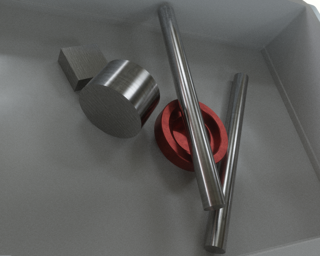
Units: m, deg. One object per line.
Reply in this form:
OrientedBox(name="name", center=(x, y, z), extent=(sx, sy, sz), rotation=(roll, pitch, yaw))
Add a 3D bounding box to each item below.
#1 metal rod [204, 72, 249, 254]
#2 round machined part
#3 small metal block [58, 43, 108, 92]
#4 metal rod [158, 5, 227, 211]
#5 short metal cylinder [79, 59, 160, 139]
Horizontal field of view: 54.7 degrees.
OrientedBox(name="metal rod", center=(0.102, 0.027, 0.446), extent=(0.025, 0.025, 0.300), rotation=(28, 52, -11))
OrientedBox(name="round machined part", center=(0.037, 0.013, 0.408), extent=(0.099, 0.042, 0.098), rotation=(14, 56, -21))
OrientedBox(name="small metal block", center=(-0.097, -0.080, 0.403), extent=(0.050, 0.025, 0.050), rotation=(-21, 73, -36))
OrientedBox(name="metal rod", center=(0.034, -0.045, 0.399), extent=(0.025, 0.025, 0.299), rotation=(4, 59, -27))
OrientedBox(name="short metal cylinder", center=(-0.047, -0.033, 0.367), extent=(0.080, 0.080, 0.050), rotation=(36, 51, -5))
